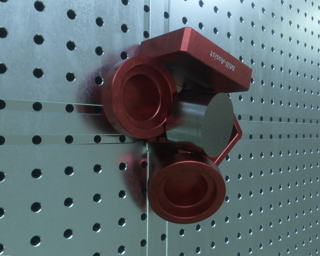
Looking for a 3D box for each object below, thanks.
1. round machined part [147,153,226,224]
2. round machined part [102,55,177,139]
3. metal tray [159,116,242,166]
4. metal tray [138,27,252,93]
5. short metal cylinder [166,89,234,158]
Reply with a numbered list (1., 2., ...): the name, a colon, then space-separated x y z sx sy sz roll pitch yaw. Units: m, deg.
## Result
1. round machined part: 0.033 0.074 0.405 0.099 0.042 0.097 -1 115 -2
2. round machined part: -0.028 -0.036 0.377 0.099 0.042 0.097 0 90 -40
3. metal tray: 0.066 0.013 0.463 0.131 0.030 0.090 -44 117 -31
4. metal tray: 0.047 -0.081 0.408 0.131 0.090 0.030 19 78 -39
5. short metal cylinder: 0.052 -0.007 0.390 0.081 0.050 0.079 -17 112 -49
